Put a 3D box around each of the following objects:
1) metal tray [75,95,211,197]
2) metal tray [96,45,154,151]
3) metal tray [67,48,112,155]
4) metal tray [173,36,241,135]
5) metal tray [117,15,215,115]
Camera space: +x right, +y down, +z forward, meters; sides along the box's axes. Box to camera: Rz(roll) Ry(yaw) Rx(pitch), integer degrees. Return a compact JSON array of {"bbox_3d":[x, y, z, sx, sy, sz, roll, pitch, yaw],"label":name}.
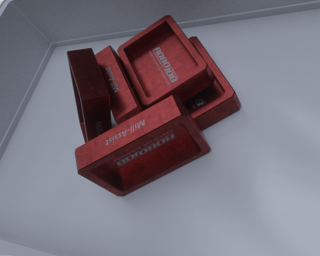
[{"bbox_3d":[-0.017,0.026,0.354,0.130,0.090,0.030,-29,52,10],"label":"metal tray"},{"bbox_3d":[-0.038,-0.037,0.402,0.030,0.090,0.130,-32,52,7],"label":"metal tray"},{"bbox_3d":[-0.087,-0.023,0.396,0.030,0.129,0.090,-13,50,-17],"label":"metal tray"},{"bbox_3d":[0.037,-0.057,0.416,0.090,0.030,0.130,-31,51,10],"label":"metal tray"},{"bbox_3d":[0.003,-0.085,0.411,0.090,0.030,0.130,-32,51,7],"label":"metal tray"}]
